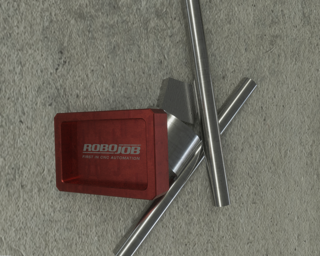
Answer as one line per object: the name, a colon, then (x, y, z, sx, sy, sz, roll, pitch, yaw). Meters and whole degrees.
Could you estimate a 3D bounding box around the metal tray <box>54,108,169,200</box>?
metal tray: (-0.056, 0.026, 0.340, 0.030, 0.130, 0.089, -3, 92, -63)

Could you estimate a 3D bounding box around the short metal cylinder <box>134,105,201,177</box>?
short metal cylinder: (0.002, 0.017, 0.381, 0.080, 0.080, 0.050, 39, 78, -16)

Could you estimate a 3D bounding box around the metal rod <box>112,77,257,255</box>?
metal rod: (0.041, 0.048, 0.424, 0.025, 0.025, 0.300, 42, 77, -15)

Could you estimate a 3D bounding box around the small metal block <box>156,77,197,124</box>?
small metal block: (0.025, -0.035, 0.418, 0.050, 0.025, 0.050, 16, 85, -20)

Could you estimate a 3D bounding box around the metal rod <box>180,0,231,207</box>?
metal rod: (0.058, -0.047, 0.403, 0.025, 0.025, 0.298, -10, 93, -20)
